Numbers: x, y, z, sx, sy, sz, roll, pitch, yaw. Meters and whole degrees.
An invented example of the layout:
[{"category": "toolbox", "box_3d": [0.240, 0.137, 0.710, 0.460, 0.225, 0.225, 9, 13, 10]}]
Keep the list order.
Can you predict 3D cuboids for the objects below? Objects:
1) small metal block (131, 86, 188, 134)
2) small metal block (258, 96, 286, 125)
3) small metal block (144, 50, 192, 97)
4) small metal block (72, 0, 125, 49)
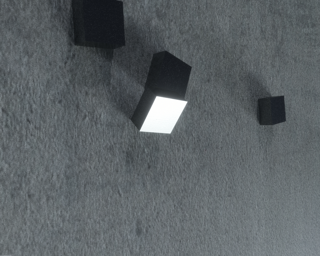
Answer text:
[{"category": "small metal block", "box_3d": [-0.001, -0.022, 0.390, 0.050, 0.025, 0.050, 5, 122, -40]}, {"category": "small metal block", "box_3d": [0.213, -0.034, 0.587, 0.050, 0.025, 0.050, -12, 98, -40]}, {"category": "small metal block", "box_3d": [0.012, -0.068, 0.417, 0.050, 0.025, 0.050, 23, 76, -38]}, {"category": "small metal block", "box_3d": [-0.069, -0.118, 0.348, 0.050, 0.025, 0.050, -5, 94, -40]}]
